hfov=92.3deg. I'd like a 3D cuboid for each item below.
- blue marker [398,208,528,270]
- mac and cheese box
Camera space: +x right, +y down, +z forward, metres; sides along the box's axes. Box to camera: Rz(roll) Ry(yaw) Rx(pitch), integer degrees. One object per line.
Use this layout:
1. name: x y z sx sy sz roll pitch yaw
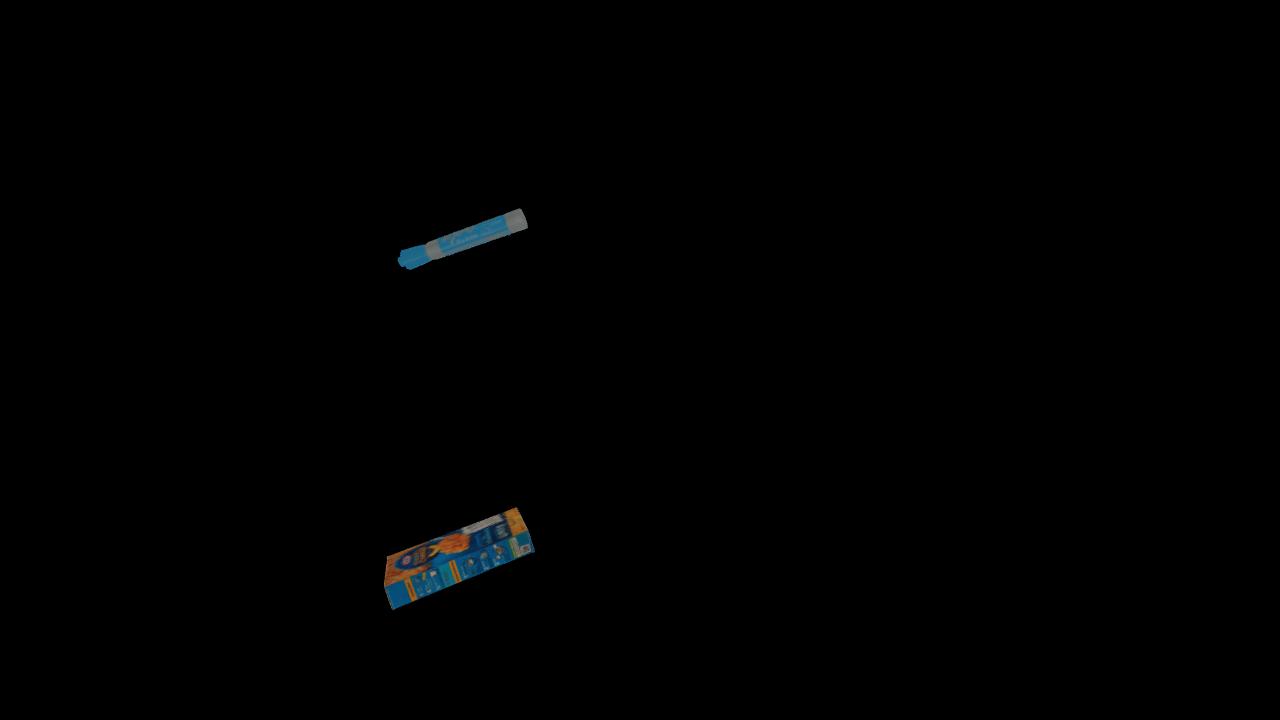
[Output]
1. blue marker: -0.161 -0.108 0.555 0.121 0.020 0.020 -19 -1 4
2. mac and cheese box: -0.240 0.259 0.819 0.184 0.041 0.093 -18 13 -18
